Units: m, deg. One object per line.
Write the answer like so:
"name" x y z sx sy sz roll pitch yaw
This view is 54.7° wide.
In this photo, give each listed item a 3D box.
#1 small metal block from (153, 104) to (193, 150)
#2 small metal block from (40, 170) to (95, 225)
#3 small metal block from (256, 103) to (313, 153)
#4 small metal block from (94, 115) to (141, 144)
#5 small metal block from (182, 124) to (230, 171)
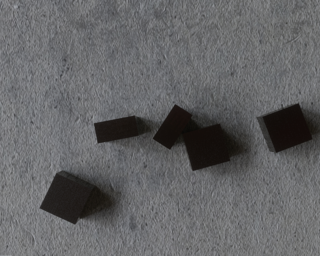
"small metal block" 0.015 -0.001 0.397 0.025 0.050 0.050 33 90 0
"small metal block" -0.121 0.091 0.409 0.050 0.025 0.050 25 90 0
"small metal block" 0.164 0.000 0.411 0.050 0.025 0.050 -21 90 0
"small metal block" -0.052 0.002 0.397 0.050 0.050 0.025 -11 90 0
"small metal block" 0.060 0.025 0.410 0.050 0.025 0.050 -15 90 0
